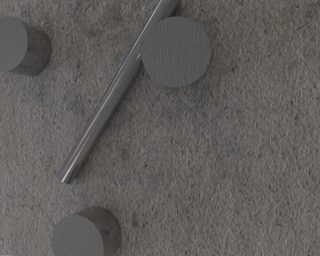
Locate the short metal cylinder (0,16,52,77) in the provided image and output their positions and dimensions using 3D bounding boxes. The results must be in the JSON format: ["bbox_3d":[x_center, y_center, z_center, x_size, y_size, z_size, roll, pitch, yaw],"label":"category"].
[{"bbox_3d":[-0.215,-0.122,0.472,0.080,0.050,0.080,0,90,20],"label":"short metal cylinder"}]

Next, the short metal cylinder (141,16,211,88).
[{"bbox_3d":[0.022,-0.090,0.379,0.080,0.050,0.079,1,98,9],"label":"short metal cylinder"}]

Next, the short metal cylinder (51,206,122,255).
[{"bbox_3d":[-0.101,0.154,0.431,0.080,0.050,0.080,0,90,20],"label":"short metal cylinder"}]

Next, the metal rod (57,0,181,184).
[{"bbox_3d":[-0.062,-0.049,0.430,0.025,0.025,0.299,36,101,16],"label":"metal rod"}]
